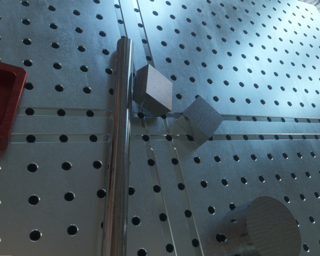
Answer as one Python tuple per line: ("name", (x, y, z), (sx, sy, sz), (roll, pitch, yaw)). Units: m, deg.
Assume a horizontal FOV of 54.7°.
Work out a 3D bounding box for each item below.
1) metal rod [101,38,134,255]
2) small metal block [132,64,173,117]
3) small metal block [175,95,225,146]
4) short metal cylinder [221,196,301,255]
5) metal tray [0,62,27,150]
("metal rod", (-0.048, 0.004, 0.380), (0.025, 0.025, 0.299), (13, 56, -22))
("small metal block", (-0.009, -0.051, 0.424), (0.050, 0.025, 0.050), (33, 47, -38))
("small metal block", (0.058, -0.011, 0.448), (0.050, 0.025, 0.050), (42, 51, 1))
("short metal cylinder", (0.123, 0.130, 0.381), (0.081, 0.050, 0.080), (14, 56, -21))
("metal tray", (-0.213, -0.035, 0.311), (0.131, 0.030, 0.090), (14, 56, -21))
